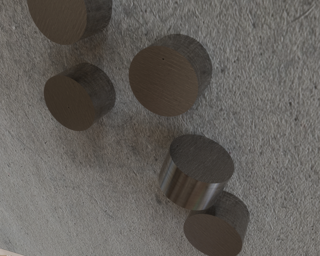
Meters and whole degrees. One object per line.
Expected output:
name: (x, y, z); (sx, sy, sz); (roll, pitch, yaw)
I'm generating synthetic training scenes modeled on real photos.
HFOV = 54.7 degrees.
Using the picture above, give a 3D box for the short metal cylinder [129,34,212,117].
short metal cylinder: (0.013, -0.059, 0.347); (0.080, 0.050, 0.079); (13, 124, 21)

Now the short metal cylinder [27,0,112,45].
short metal cylinder: (-0.103, -0.142, 0.357); (0.080, 0.050, 0.079); (13, 124, 21)

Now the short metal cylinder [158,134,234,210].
short metal cylinder: (0.043, 0.053, 0.381); (0.080, 0.080, 0.050); (28, 128, 11)

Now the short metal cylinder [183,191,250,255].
short metal cylinder: (0.079, 0.133, 0.431); (0.080, 0.050, 0.079); (13, 124, 21)

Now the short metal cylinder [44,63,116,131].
short metal cylinder: (-0.108, -0.043, 0.422); (0.080, 0.050, 0.079); (13, 124, 21)
